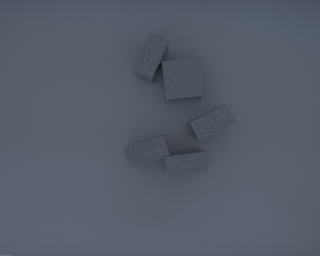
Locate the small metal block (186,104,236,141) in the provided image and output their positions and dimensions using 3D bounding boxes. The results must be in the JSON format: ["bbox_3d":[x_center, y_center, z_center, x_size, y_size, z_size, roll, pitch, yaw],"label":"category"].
[{"bbox_3d":[0.064,-0.007,0.400,0.050,0.050,0.025,-28,90,0],"label":"small metal block"}]

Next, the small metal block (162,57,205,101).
[{"bbox_3d":[0.030,-0.064,0.412,0.050,0.025,0.050,-6,90,-1],"label":"small metal block"}]

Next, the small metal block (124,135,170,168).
[{"bbox_3d":[-0.016,0.028,0.399,0.050,0.050,0.025,-17,90,0],"label":"small metal block"}]

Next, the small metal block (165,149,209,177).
[{"bbox_3d":[0.032,0.044,0.399,0.050,0.050,0.025,-7,91,-1],"label":"small metal block"}]

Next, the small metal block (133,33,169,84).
[{"bbox_3d":[-0.011,-0.087,0.399,0.025,0.050,0.050,24,90,0],"label":"small metal block"}]
